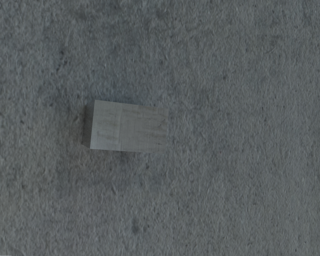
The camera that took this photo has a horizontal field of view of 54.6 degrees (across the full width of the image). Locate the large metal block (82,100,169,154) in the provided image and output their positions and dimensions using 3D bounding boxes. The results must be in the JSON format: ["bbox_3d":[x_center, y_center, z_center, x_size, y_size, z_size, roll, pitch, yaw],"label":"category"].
[{"bbox_3d":[-0.044,0.000,0.363,0.081,0.080,0.050,6,88,-20],"label":"large metal block"}]
